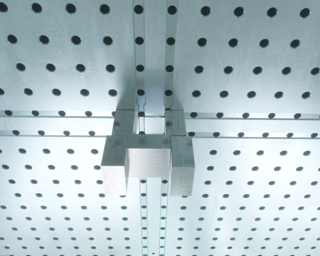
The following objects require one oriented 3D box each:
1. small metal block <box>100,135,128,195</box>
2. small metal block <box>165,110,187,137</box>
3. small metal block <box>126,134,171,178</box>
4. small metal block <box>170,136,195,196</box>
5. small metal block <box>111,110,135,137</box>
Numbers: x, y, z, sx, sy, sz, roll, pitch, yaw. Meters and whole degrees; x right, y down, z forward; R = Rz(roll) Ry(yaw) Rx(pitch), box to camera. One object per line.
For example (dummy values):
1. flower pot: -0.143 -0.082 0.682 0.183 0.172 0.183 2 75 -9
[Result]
1. small metal block: -0.051 0.044 0.365 0.025 0.050 0.050 1 130 -1
2. small metal block: 0.019 0.012 0.405 0.025 0.050 0.050 -1 130 0
3. small metal block: -0.014 0.034 0.376 0.050 0.025 0.050 0 130 -1
4. small metal block: 0.025 0.045 0.366 0.025 0.050 0.050 1 130 -1
5. small metal block: -0.046 0.012 0.403 0.025 0.050 0.050 0 130 -1
